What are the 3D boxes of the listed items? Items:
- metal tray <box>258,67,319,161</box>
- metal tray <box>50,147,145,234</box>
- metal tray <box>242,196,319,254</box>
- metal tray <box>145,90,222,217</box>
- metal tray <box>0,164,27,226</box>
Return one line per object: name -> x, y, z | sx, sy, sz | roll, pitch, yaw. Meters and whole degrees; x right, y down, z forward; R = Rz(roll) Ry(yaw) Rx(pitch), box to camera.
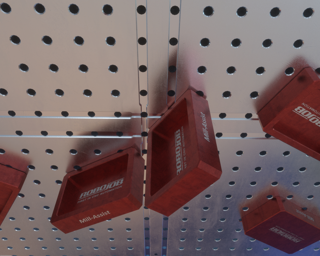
metal tray -> 0.206, -0.010, 0.400 | 0.131, 0.030, 0.090 | 25, 126, -20
metal tray -> -0.086, 0.088, 0.442 | 0.130, 0.090, 0.030 | -23, 127, 18
metal tray -> 0.226, 0.180, 0.563 | 0.131, 0.030, 0.090 | 29, 124, -23
metal tray -> 0.022, 0.025, 0.364 | 0.030, 0.130, 0.090 | 30, 124, -23
metal tray -> -0.280, 0.104, 0.494 | 0.090, 0.030, 0.129 | 26, 125, -21
